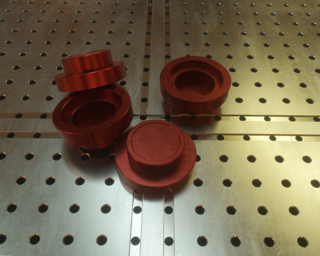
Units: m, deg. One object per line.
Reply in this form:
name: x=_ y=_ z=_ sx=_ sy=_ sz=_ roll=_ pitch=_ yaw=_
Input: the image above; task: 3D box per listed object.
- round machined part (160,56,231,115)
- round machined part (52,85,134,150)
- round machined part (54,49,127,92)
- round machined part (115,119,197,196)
round machined part: x=0.049 y=-0.057 z=0.445 sx=0.099 sy=0.042 sz=0.098 roll=0 pitch=50 yaw=0
round machined part: x=-0.082 y=-0.011 z=0.396 sx=0.099 sy=0.042 sz=0.098 roll=-5 pitch=41 yaw=5
round machined part: x=-0.099 y=-0.084 z=0.437 sx=0.099 sy=0.042 sz=0.098 roll=-10 pitch=19 yaw=4
round machined part: x=-0.005 y=0.028 z=0.373 sx=0.099 sy=0.042 sz=0.098 roll=0 pitch=50 yaw=0
